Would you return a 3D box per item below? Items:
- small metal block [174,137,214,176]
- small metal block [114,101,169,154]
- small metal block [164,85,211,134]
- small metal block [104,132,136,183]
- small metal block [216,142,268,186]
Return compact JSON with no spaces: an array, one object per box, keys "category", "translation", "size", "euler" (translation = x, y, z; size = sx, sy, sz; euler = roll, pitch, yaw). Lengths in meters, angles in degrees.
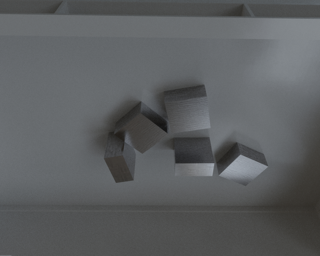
[{"category":"small metal block","translation":[0.045,0.039,0.426],"size":[0.050,0.050,0.025],"euler":[0,130,0]},{"category":"small metal block","translation":[-0.024,0.000,0.409],"size":[0.050,0.025,0.050],"euler":[-37,121,27]},{"category":"small metal block","translation":[0.035,-0.023,0.390],"size":[0.050,0.025,0.050],"euler":[-8,130,7]},{"category":"small metal block","translation":[-0.053,0.039,0.425],"size":[0.025,0.050,0.050],"euler":[-10,130,8]},{"category":"small metal block","translation":[0.120,0.054,0.456],"size":[0.050,0.025,0.050],"euler":[23,126,-19]}]
